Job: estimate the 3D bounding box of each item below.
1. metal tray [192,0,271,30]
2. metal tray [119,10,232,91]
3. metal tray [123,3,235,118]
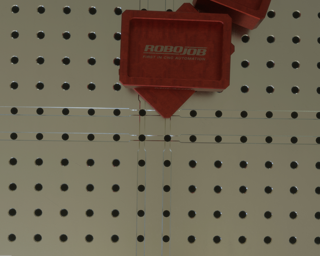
[{"bbox_3d":[0.107,-0.204,0.401,0.090,0.030,0.130,21,81,-1],"label":"metal tray"},{"bbox_3d":[0.019,-0.093,0.380,0.131,0.030,0.089,2,90,-1],"label":"metal tray"},{"bbox_3d":[0.022,-0.087,0.411,0.090,0.030,0.130,44,90,-1],"label":"metal tray"}]
